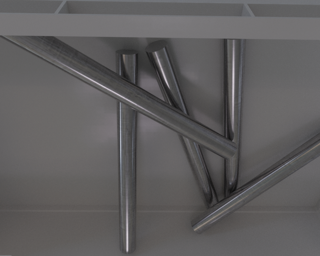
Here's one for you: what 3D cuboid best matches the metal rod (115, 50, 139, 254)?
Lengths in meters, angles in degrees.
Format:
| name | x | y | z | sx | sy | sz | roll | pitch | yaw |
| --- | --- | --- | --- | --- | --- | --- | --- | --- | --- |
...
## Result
| name | x | y | z | sx | sy | sz | roll | pitch | yaw |
| --- | --- | --- | --- | --- | --- | --- | --- | --- | --- |
| metal rod | -0.043 | 0.050 | 0.406 | 0.025 | 0.025 | 0.298 | 2 | 117 | -2 |

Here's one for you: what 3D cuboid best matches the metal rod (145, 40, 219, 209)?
| name | x | y | z | sx | sy | sz | roll | pitch | yaw |
| --- | --- | --- | --- | --- | --- | --- | --- | --- | --- |
| metal rod | 0.042 | 0.020 | 0.426 | 0.025 | 0.025 | 0.299 | -14 | 129 | 11 |

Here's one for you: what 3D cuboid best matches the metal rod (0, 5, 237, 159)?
| name | x | y | z | sx | sy | sz | roll | pitch | yaw |
| --- | --- | --- | --- | --- | --- | --- | --- | --- | --- |
| metal rod | -0.028 | -0.034 | 0.337 | 0.301 | 0.025 | 0.025 | 28 | 125 | -27 |

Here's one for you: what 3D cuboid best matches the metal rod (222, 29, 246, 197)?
| name | x | y | z | sx | sy | sz | roll | pitch | yaw |
| --- | --- | --- | --- | --- | --- | --- | --- | --- | --- |
| metal rod | 0.098 | 0.014 | 0.421 | 0.025 | 0.025 | 0.298 | -6 | 130 | 5 |

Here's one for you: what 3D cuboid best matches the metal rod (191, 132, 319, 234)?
| name | x | y | z | sx | sy | sz | roll | pitch | yaw |
| --- | --- | --- | --- | --- | --- | --- | --- | --- | --- |
| metal rod | 0.164 | 0.067 | 0.444 | 0.299 | 0.025 | 0.025 | -41 | 120 | 21 |
